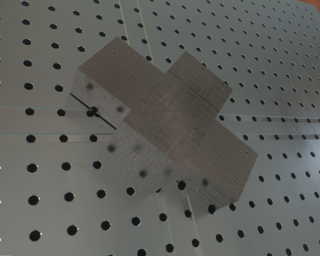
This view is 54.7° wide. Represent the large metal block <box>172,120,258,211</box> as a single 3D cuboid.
[{"bbox_3d":[0.070,0.046,0.403,0.080,0.050,0.080,39,52,-2],"label":"large metal block"}]

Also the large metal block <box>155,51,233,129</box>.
[{"bbox_3d":[0.036,-0.042,0.420,0.080,0.080,0.050,39,51,-2],"label":"large metal block"}]

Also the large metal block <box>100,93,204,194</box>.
[{"bbox_3d":[-0.011,0.021,0.356,0.080,0.080,0.050,39,51,-2],"label":"large metal block"}]

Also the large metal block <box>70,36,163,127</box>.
[{"bbox_3d":[-0.053,-0.057,0.396,0.080,0.050,0.080,38,52,-3],"label":"large metal block"}]

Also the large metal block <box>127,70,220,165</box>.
[{"bbox_3d":[0.012,-0.011,0.388,0.080,0.080,0.050,39,51,-2],"label":"large metal block"}]
